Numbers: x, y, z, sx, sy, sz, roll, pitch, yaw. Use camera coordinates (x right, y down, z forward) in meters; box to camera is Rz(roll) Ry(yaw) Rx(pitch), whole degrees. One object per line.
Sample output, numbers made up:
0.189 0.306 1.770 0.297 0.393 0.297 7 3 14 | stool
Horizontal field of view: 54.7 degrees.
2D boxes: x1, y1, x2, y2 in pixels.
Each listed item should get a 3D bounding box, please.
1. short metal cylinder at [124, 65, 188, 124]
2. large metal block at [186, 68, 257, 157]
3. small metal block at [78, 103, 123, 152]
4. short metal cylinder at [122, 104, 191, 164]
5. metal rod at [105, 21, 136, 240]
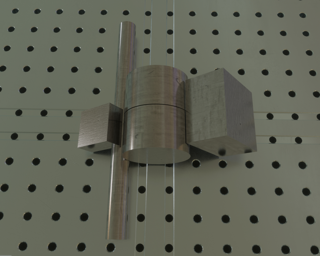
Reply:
-0.004 -0.037 0.392 0.081 0.080 0.050 0 70 0 | short metal cylinder
0.075 -0.015 0.377 0.050 0.080 0.080 -14 66 36 | large metal block
-0.076 0.000 0.395 0.050 0.025 0.050 -13 65 32 | small metal block
-0.004 0.010 0.374 0.081 0.080 0.050 0 70 0 | short metal cylinder
-0.049 -0.011 0.411 0.025 0.025 0.299 1 70 0 | metal rod
